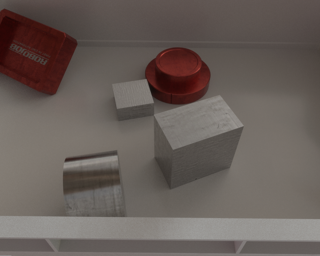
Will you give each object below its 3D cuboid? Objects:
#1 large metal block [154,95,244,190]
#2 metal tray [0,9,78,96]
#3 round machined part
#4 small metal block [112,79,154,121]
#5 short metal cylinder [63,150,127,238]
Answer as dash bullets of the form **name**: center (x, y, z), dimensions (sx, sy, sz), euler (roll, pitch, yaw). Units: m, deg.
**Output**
- **large metal block**: center (0.040, 0.017, 0.355), dimensions (0.081, 0.080, 0.050), euler (-18, 53, -15)
- **metal tray**: center (-0.197, -0.114, 0.463), dimensions (0.130, 0.030, 0.090), euler (25, 92, 19)
- **round machined part**: center (0.027, -0.084, 0.465), dimensions (0.099, 0.042, 0.098), euler (0, 50, 0)
- **small metal block**: center (-0.038, -0.040, 0.438), dimensions (0.050, 0.025, 0.050), euler (-10, 51, -9)
- **short metal cylinder**: center (-0.063, 0.065, 0.314), dimensions (0.050, 0.080, 0.080), euler (-8, 51, -7)
